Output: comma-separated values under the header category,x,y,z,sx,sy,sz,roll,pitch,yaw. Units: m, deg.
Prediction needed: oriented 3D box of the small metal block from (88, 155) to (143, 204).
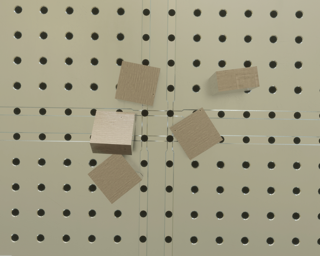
category,x,y,z,sx,sy,sz,roll,pitch,yaw
small metal block,-0.058,0.063,0.413,0.050,0.025,0.050,-39,90,0

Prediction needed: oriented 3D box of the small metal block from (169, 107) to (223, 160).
category,x,y,z,sx,sy,sz,roll,pitch,yaw
small metal block,0.047,0.007,0.414,0.050,0.025,0.050,-32,90,0

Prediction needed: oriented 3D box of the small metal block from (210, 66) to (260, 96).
category,x,y,z,sx,sy,sz,roll,pitch,yaw
small metal block,0.095,-0.060,0.401,0.050,0.050,0.025,-7,90,0

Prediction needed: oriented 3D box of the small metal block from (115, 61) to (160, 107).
category,x,y,z,sx,sy,sz,roll,pitch,yaw
small metal block,-0.029,-0.058,0.413,0.050,0.025,0.050,11,90,0

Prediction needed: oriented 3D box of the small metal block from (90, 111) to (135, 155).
category,x,y,z,sx,sy,sz,roll,pitch,yaw
small metal block,-0.059,0.006,0.401,0.050,0.025,0.050,3,55,0
